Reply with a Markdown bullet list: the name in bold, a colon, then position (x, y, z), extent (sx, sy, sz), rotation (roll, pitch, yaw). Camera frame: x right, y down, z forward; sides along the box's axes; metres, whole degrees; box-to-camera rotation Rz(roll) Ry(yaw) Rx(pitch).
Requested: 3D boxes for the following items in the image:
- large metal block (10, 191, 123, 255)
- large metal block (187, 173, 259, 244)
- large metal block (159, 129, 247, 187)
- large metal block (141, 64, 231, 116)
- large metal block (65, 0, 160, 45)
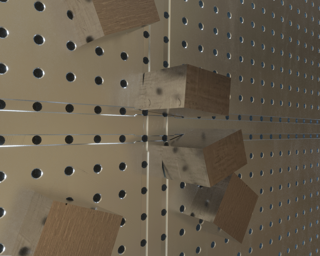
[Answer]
- **large metal block**: position (-0.095, 0.117, 0.315), extent (0.080, 0.050, 0.080), rotation (27, 73, -37)
- **large metal block**: position (0.099, 0.119, 0.479), extent (0.080, 0.050, 0.080), rotation (42, 64, -32)
- **large metal block**: position (0.059, 0.036, 0.425), extent (0.081, 0.080, 0.050), rotation (-22, 104, -38)
- **large metal block**: position (0.034, -0.044, 0.404), extent (0.081, 0.080, 0.050), rotation (7, 86, -40)
- **large metal block**: position (-0.056, -0.146, 0.347), extent (0.081, 0.050, 0.080), rotation (-30, 109, -36)
